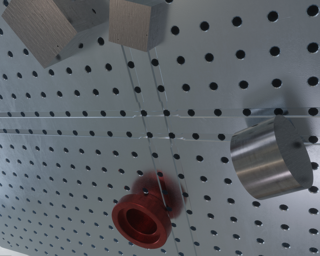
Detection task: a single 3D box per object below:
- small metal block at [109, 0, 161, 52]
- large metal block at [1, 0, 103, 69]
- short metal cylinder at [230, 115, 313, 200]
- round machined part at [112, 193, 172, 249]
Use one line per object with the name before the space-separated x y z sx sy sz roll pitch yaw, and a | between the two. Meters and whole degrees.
small metal block | -0.030 -0.120 0.353 0.050 0.025 0.050 20 126 16
large metal block | -0.133 -0.134 0.382 0.080 0.050 0.080 -30 102 37
short metal cylinder | 0.120 0.032 0.332 0.050 0.080 0.080 -28 103 37
round machined part | -0.026 0.145 0.504 0.098 0.042 0.097 13 124 21
